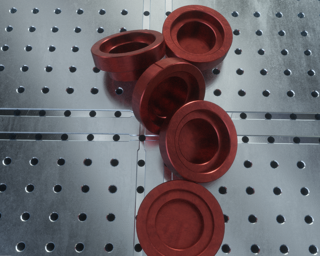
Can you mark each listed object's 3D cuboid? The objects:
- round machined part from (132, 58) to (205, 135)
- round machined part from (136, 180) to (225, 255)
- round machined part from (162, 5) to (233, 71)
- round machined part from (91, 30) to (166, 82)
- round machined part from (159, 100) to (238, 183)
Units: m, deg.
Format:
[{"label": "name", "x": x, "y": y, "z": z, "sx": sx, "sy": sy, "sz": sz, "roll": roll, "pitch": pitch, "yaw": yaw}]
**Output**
[{"label": "round machined part", "x": 0.007, "y": -0.043, "z": 0.397, "sx": 0.098, "sy": 0.098, "sz": 0.042, "roll": -37, "pitch": 43, "yaw": -12}, {"label": "round machined part", "x": 0.022, "y": 0.112, "z": 0.362, "sx": 0.099, "sy": 0.042, "sz": 0.098, "roll": 0, "pitch": 70, "yaw": -1}, {"label": "round machined part", "x": 0.051, "y": -0.125, "z": 0.447, "sx": 0.099, "sy": 0.042, "sz": 0.098, "roll": 1, "pitch": 69, "yaw": -4}, {"label": "round machined part", "x": -0.040, "y": -0.097, "z": 0.421, "sx": 0.099, "sy": 0.042, "sz": 0.098, "roll": -7, "pitch": 35, "yaw": 5}, {"label": "round machined part", "x": 0.043, "y": 0.017, "z": 0.383, "sx": 0.099, "sy": 0.042, "sz": 0.097, "roll": 2, "pitch": 85, "yaw": -24}]
